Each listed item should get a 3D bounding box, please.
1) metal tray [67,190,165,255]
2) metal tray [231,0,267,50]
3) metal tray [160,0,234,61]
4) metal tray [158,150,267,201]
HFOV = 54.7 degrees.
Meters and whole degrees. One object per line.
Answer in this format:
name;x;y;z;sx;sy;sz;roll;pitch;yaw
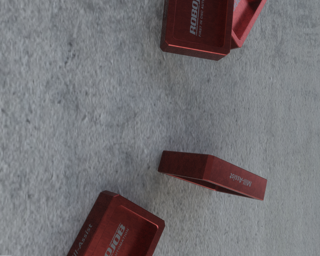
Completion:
metal tray;-0.056;0.150;0.355;0.090;0.030;0.130;40;65;-33
metal tray;0.122;-0.203;0.505;0.090;0.030;0.130;46;62;-31
metal tray;0.053;-0.165;0.422;0.091;0.030;0.129;7;85;-13
metal tray;0.074;0.066;0.426;0.131;0.090;0.030;25;75;-38
